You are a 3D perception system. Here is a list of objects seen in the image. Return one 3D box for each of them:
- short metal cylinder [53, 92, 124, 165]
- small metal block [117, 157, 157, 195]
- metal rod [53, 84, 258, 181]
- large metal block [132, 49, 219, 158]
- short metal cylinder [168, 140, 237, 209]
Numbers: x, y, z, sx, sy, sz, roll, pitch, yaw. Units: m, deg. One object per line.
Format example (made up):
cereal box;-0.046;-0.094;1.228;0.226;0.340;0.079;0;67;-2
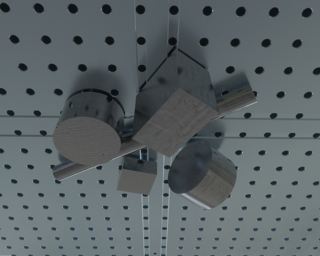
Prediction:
short metal cylinder;-0.087;0.001;0.391;0.081;0.050;0.079;0;130;0
small metal block;-0.035;0.073;0.469;0.050;0.025;0.050;12;129;-10
metal rod;-0.019;0.013;0.418;0.300;0.025;0.025;-22;127;18
large metal block;0.014;-0.028;0.348;0.050;0.080;0.080;29;124;-23
short metal cylinder;0.057;0.064;0.426;0.050;0.080;0.080;36;121;-27
